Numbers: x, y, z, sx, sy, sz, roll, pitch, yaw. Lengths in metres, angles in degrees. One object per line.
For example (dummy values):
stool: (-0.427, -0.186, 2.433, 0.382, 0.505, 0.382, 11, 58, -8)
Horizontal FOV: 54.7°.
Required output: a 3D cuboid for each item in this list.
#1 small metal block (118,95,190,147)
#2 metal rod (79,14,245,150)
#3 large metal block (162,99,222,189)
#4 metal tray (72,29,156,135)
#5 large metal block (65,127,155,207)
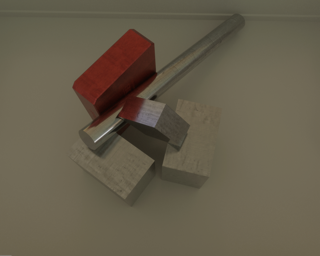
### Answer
small metal block: (-0.005, -0.007, 0.319, 0.050, 0.050, 0.025, 17, 77, 39)
metal rod: (0.022, -0.074, 0.388, 0.025, 0.025, 0.302, 40, 57, 13)
large metal block: (0.036, 0.022, 0.372, 0.050, 0.080, 0.080, 13, 71, 4)
metal tray: (-0.045, -0.044, 0.367, 0.030, 0.130, 0.090, 38, 75, 13)
large metal block: (-0.053, 0.044, 0.364, 0.080, 0.080, 0.050, 35, 74, 11)
